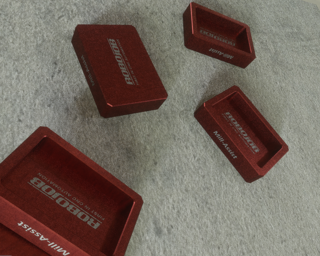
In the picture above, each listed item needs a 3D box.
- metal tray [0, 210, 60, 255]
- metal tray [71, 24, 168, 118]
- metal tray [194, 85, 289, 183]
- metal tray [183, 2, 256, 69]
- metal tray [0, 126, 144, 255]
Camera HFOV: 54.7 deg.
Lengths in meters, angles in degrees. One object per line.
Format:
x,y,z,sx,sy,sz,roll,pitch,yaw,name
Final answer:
-0.116,0.143,0.251,0.091,0.030,0.130,-32,80,-38,metal tray
-0.056,-0.082,0.422,0.091,0.030,0.130,-12,68,-33,metal tray
0.123,0.006,0.465,0.091,0.030,0.130,-30,79,-38,metal tray
0.107,-0.167,0.562,0.131,0.030,0.090,14,56,-21,metal tray
-0.084,0.067,0.288,0.130,0.030,0.090,39,32,-11,metal tray
